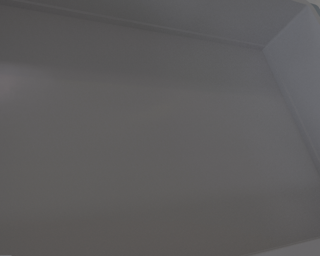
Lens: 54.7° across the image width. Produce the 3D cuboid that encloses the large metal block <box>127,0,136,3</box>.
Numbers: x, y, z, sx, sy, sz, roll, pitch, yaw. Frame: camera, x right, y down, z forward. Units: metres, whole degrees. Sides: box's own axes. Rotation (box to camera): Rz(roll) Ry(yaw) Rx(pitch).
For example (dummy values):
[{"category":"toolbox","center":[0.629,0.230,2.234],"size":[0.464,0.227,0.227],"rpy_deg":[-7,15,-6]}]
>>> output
[{"category":"large metal block","center":[-0.074,-0.265,0.514],"size":[0.081,0.050,0.080],"rpy_deg":[5,60,-26]}]
